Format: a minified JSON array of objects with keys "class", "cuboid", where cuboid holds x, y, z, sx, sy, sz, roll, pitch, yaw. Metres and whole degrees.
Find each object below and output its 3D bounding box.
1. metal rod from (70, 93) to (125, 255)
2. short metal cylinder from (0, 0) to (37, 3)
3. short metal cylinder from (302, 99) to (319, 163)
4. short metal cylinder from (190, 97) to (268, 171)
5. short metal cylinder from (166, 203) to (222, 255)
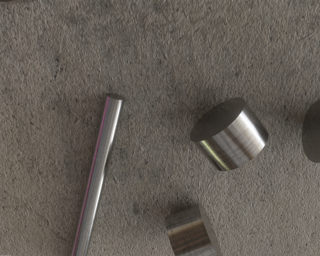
[{"class":"metal rod","cuboid":[-0.096,0.095,0.443,0.025,0.025,0.298,14,109,-6]},{"class":"short metal cylinder","cuboid":[-0.162,-0.176,0.330,0.081,0.050,0.079,0,110,0]},{"class":"short metal cylinder","cuboid":[0.221,0.006,0.385,0.050,0.080,0.079,7,110,-3]},{"class":"short metal cylinder","cuboid":[0.084,0.007,0.384,0.080,0.080,0.050,-37,106,12]},{"class":"short metal cylinder","cuboid":[0.048,0.153,0.437,0.050,0.080,0.080,-24,109,8]}]
